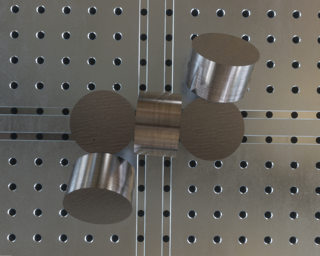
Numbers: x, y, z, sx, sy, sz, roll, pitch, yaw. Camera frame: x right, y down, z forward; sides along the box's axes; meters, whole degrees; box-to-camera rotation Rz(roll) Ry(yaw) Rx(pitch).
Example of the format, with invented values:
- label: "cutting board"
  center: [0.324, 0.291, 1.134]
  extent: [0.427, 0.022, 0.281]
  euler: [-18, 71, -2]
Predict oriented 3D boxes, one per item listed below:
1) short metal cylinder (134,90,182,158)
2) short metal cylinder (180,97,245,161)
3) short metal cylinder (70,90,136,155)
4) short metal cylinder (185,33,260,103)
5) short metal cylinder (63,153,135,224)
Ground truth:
- label: "short metal cylinder"
  center: [-0.003, -0.005, 0.386]
  extent: [0.050, 0.080, 0.079]
  euler: [5, 90, 0]
- label: "short metal cylinder"
  center: [0.063, 0.000, 0.401]
  extent: [0.081, 0.050, 0.079]
  euler: [0, 90, -1]
- label: "short metal cylinder"
  center: [-0.069, -0.006, 0.399]
  extent: [0.081, 0.050, 0.079]
  euler: [0, 90, -1]
- label: "short metal cylinder"
  center: [0.074, -0.075, 0.380]
  extent: [0.081, 0.080, 0.050]
  euler: [9, 132, -1]
- label: "short metal cylinder"
  center: [-0.072, 0.075, 0.379]
  extent: [0.081, 0.050, 0.079]
  euler: [0, 134, 1]
